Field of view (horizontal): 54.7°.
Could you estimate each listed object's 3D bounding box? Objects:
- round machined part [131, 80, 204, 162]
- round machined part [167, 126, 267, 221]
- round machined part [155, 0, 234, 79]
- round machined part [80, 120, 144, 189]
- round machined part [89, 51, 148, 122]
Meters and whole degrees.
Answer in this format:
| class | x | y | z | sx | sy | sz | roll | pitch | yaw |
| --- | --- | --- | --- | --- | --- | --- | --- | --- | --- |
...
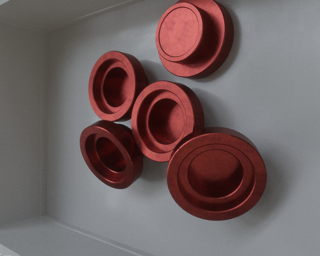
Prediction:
| class | x | y | z | sx | sy | sz | roll | pitch | yaw |
| --- | --- | --- | --- | --- | --- | --- | --- | --- | --- |
| round machined part | 0.014 | -0.008 | 0.385 | 0.098 | 0.042 | 0.097 | 0 | 90 | 40 |
| round machined part | 0.058 | 0.044 | 0.328 | 0.099 | 0.042 | 0.097 | 2 | 108 | 6 |
| round machined part | 0.034 | -0.109 | 0.368 | 0.098 | 0.042 | 0.097 | 0 | 90 | 40 |
| round machined part | -0.061 | 0.033 | 0.431 | 0.098 | 0.042 | 0.097 | 20 | 127 | 29 |
| round machined part | -0.055 | -0.057 | 0.441 | 0.098 | 0.042 | 0.097 | 0 | 90 | 40 |
